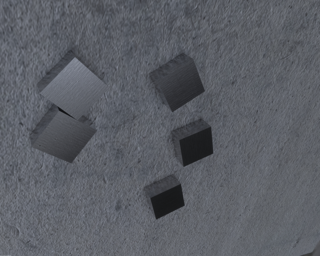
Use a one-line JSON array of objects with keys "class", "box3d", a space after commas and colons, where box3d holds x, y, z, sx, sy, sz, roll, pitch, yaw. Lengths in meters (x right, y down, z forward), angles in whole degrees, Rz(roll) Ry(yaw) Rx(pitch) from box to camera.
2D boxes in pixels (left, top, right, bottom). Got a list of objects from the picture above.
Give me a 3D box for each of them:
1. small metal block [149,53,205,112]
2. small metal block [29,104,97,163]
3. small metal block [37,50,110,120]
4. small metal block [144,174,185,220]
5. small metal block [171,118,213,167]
[{"class": "small metal block", "box3d": [0.022, -0.056, 0.384, 0.050, 0.025, 0.050, -33, 129, -7]}, {"class": "small metal block", "box3d": [-0.109, 0.006, 0.350, 0.050, 0.025, 0.050, 33, 100, -38]}, {"class": "small metal block", "box3d": [-0.092, -0.045, 0.329, 0.050, 0.025, 0.050, -45, 129, 3]}, {"class": "small metal block", "box3d": [0.007, 0.106, 0.476, 0.050, 0.025, 0.050, -22, 127, -15]}, {"class": "small metal block", "box3d": [0.047, 0.021, 0.445, 0.050, 0.025, 0.050, -22, 127, -15]}]
